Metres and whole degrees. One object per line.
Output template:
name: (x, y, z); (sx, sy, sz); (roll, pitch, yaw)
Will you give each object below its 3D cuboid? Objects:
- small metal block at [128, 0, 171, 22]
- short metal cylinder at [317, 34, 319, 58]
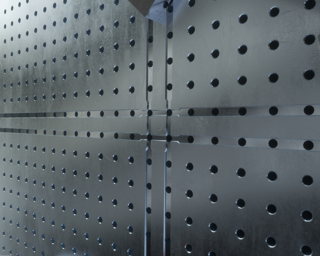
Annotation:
small metal block: (-0.012, -0.182, 0.420); (0.050, 0.025, 0.050); (51, 120, 27)
short metal cylinder: (0.168, -0.055, 0.235); (0.080, 0.081, 0.050); (-12, 83, 39)
